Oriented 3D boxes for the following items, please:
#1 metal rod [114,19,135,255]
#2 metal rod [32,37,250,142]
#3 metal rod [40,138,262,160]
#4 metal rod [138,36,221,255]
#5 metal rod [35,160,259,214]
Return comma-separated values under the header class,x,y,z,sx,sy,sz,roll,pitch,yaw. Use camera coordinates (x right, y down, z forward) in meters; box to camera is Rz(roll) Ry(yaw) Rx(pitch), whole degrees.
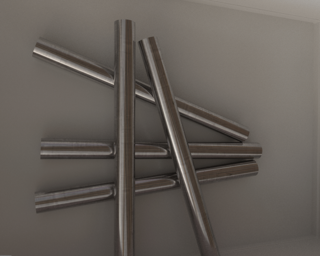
class,x,y,z,sx,sy,sz,roll,pitch,yaw
metal rod,-0.042,0.025,0.367,0.025,0.025,0.298,0,90,-20
metal rod,-0.009,-0.042,0.406,0.302,0.025,0.025,21,83,-19
metal rod,0.004,0.029,0.411,0.303,0.025,0.025,2,90,-21
metal rod,0.027,0.035,0.393,0.025,0.025,0.298,-19,97,-19
metal rod,-0.002,0.073,0.409,0.303,0.025,0.025,-5,92,-20
